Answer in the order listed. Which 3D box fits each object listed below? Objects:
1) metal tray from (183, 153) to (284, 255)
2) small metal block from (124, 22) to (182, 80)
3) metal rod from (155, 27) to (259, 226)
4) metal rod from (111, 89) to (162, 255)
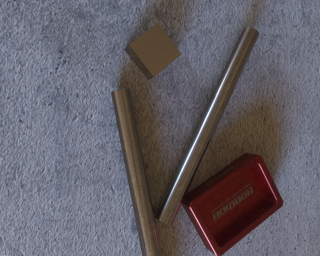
[{"bbox_3d":[0.106,0.106,0.445,0.131,0.030,0.090,-31,100,-17],"label":"metal tray"},{"bbox_3d":[-0.009,-0.100,0.405,0.050,0.025,0.050,-42,104,-15],"label":"small metal block"},{"bbox_3d":[0.069,-0.009,0.434,0.025,0.025,0.299,29,80,-18],"label":"metal rod"},{"bbox_3d":[-0.023,0.099,0.400,0.025,0.025,0.298,-12,94,-20],"label":"metal rod"}]
